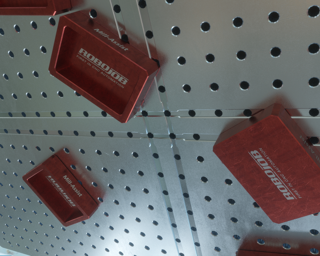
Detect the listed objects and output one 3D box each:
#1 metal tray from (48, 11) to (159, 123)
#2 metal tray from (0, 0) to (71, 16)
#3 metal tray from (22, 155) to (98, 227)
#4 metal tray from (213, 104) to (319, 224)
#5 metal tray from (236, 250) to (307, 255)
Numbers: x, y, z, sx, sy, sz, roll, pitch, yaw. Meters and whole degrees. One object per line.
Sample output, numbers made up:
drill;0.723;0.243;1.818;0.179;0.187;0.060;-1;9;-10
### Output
metal tray;-0.076;-0.077;0.401;0.130;0.030;0.089;34;129;5
metal tray;-0.180;-0.190;0.386;0.130;0.030;0.089;9;123;23
metal tray;-0.188;0.121;0.582;0.090;0.030;0.130;-29;103;37
metal tray;0.137;0.046;0.364;0.130;0.030;0.090;49;129;-7
metal tray;0.182;0.226;0.451;0.130;0.030;0.090;-8;115;31
